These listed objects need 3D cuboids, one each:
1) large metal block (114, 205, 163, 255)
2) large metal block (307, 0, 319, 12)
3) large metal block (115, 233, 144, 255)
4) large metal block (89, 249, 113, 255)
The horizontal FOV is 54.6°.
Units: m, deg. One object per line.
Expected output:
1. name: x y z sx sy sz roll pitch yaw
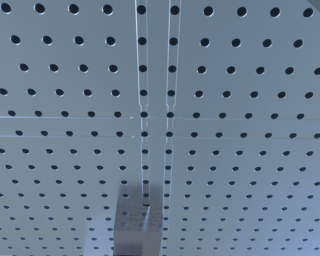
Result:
1. large metal block: -0.039 0.183 0.550 0.080 0.050 0.080 4 130 -3
2. large metal block: 0.156 -0.161 0.260 0.080 0.050 0.080 -25 126 20
3. large metal block: -0.058 0.260 0.596 0.050 0.080 0.080 1 130 -1
4. large metal block: -0.118 0.305 0.634 0.080 0.080 0.050 -22 127 18
